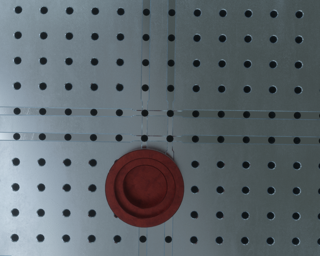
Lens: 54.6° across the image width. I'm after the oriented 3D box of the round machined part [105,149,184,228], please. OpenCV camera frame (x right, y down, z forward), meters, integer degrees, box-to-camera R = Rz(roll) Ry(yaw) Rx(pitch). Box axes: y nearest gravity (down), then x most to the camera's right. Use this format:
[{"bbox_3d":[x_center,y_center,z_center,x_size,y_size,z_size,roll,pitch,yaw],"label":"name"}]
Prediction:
[{"bbox_3d":[-0.019,0.075,0.405,0.099,0.042,0.097,0,90,0],"label":"round machined part"}]
